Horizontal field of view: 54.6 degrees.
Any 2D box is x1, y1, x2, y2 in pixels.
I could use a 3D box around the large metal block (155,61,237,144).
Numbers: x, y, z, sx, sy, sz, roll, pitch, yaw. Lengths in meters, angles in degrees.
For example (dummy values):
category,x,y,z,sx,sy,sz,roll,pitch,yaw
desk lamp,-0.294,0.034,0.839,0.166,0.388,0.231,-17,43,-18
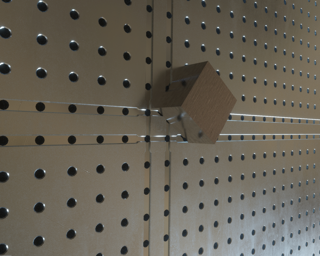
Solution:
category,x,y,z,sx,sy,sz,roll,pitch,yaw
large metal block,0.053,-0.034,0.436,0.080,0.050,0.080,46,63,-30
